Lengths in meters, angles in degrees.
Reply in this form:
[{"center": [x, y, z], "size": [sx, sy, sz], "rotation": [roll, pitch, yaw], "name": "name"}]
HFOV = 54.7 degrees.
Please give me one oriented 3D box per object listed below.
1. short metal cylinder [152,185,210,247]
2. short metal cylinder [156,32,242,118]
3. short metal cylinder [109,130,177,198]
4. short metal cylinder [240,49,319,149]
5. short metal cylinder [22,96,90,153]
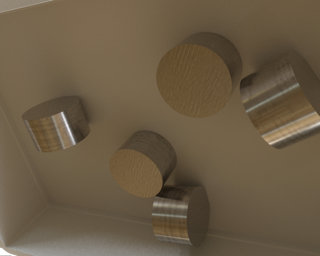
[{"center": [0.031, 0.120, 0.430], "size": [0.050, 0.080, 0.080], "rotation": [-3, 117, 29], "name": "short metal cylinder"}, {"center": [0.043, -0.057, 0.333], "size": [0.080, 0.050, 0.079], "rotation": [13, 124, 20], "name": "short metal cylinder"}, {"center": [-0.023, 0.050, 0.434], "size": [0.080, 0.050, 0.079], "rotation": [13, 124, 20], "name": "short metal cylinder"}, {"center": [0.121, -0.026, 0.293], "size": [0.050, 0.080, 0.080], "rotation": [-31, 101, 38], "name": "short metal cylinder"}, {"center": [-0.147, -0.007, 0.444], "size": [0.080, 0.080, 0.050], "rotation": [0, 118, 28], "name": "short metal cylinder"}]
